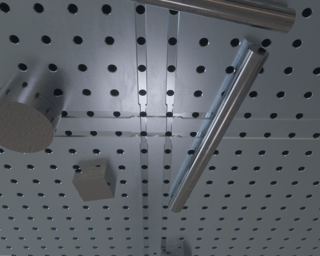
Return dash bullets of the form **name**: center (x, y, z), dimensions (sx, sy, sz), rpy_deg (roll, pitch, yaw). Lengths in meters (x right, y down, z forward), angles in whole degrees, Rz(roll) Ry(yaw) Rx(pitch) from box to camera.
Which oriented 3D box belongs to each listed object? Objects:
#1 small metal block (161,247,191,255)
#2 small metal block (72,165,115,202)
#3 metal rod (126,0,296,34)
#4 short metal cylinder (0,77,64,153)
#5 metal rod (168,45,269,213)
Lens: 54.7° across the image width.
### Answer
- **small metal block**: center (0.036, 0.278, 0.649), dimensions (0.050, 0.025, 0.050), rpy_deg (-20, 128, 15)
- **small metal block**: center (-0.102, 0.088, 0.485), dimensions (0.050, 0.025, 0.050), rpy_deg (-9, 130, 7)
- **metal rod**: center (-0.015, -0.133, 0.298), dimensions (0.302, 0.025, 0.025), rpy_deg (9, 130, -8)
- **short metal cylinder**: center (-0.165, -0.015, 0.381), dimensions (0.081, 0.050, 0.079), rpy_deg (0, 130, 0)
- **metal rod**: center (0.067, 0.024, 0.432), dimensions (0.025, 0.025, 0.298), rpy_deg (12, 129, -11)
